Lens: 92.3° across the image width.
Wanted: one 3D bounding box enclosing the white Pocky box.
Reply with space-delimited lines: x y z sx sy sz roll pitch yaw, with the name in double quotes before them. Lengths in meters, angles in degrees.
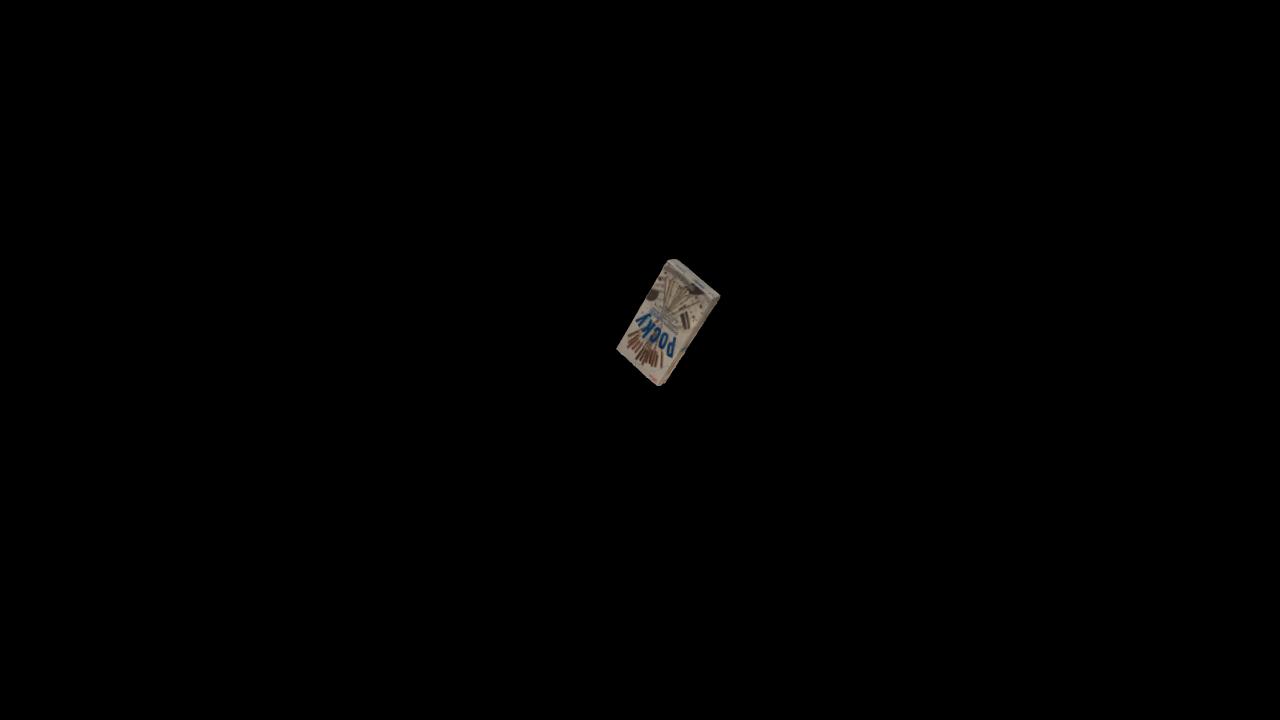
"white Pocky box" 0.035 -0.048 0.815 0.084 0.154 0.028 42 32 18
